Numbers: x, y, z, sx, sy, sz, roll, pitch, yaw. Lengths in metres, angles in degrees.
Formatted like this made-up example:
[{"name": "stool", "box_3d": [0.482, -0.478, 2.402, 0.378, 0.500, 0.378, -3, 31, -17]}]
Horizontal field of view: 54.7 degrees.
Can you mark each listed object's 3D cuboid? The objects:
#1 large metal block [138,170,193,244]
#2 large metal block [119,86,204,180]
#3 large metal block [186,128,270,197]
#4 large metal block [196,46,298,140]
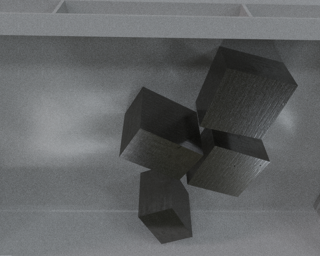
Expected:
[{"name": "large metal block", "box_3d": [0.009, 0.116, 0.472, 0.050, 0.080, 0.080, -19, 128, 15]}, {"name": "large metal block", "box_3d": [0.001, 0.006, 0.378, 0.080, 0.080, 0.050, 24, 126, -20]}, {"name": "large metal block", "box_3d": [0.090, 0.045, 0.432, 0.081, 0.050, 0.079, 17, 128, -14]}, {"name": "large metal block", "box_3d": [0.095, -0.039, 0.361, 0.081, 0.050, 0.079, 12, 129, -10]}]
